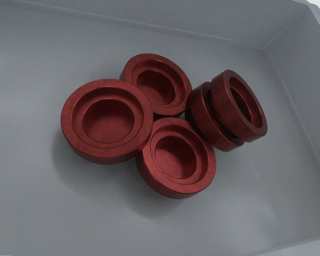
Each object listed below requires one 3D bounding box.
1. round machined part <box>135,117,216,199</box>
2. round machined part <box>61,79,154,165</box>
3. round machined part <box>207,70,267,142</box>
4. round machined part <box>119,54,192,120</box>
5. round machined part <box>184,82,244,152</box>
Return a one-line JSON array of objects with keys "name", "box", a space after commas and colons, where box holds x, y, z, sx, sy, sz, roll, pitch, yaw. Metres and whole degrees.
[{"name": "round machined part", "box": [0.015, 0.039, 0.376, 0.099, 0.042, 0.098, 14, 56, -21]}, {"name": "round machined part", "box": [-0.058, -0.004, 0.351, 0.099, 0.042, 0.098, 2, 63, -4]}, {"name": "round machined part", "box": [0.096, -0.025, 0.410, 0.098, 0.042, 0.098, 33, 41, -34]}, {"name": "round machined part", "box": [-0.009, -0.049, 0.417, 0.099, 0.042, 0.098, 14, 56, -21]}, {"name": "round machined part", "box": [0.071, -0.011, 0.424, 0.098, 0.042, 0.098, 33, 40, -33]}]
